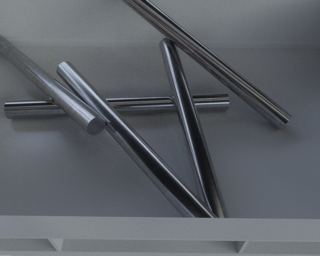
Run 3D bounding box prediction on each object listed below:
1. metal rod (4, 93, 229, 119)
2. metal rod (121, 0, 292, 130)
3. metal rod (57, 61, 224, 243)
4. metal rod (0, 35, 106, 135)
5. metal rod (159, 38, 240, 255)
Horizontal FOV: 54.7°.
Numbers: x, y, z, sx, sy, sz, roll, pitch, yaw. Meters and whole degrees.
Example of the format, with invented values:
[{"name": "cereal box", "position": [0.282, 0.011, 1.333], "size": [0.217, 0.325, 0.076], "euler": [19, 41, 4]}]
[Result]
[{"name": "metal rod", "position": [-0.056, -0.031, 0.430], "size": [0.302, 0.025, 0.025], "euler": [-2, 50, -2]}, {"name": "metal rod", "position": [0.055, -0.105, 0.433], "size": [0.300, 0.025, 0.025], "euler": [41, 59, 7]}, {"name": "metal rod", "position": [-0.042, 0.008, 0.365], "size": [0.025, 0.025, 0.300], "euler": [-31, 57, -24]}, {"name": "metal rod", "position": [-0.174, -0.074, 0.441], "size": [0.025, 0.025, 0.300], "euler": [-35, 51, -26]}, {"name": "metal rod", "position": [0.038, -0.002, 0.382], "size": [0.025, 0.025, 0.299], "euler": [-8, 58, -7]}]
